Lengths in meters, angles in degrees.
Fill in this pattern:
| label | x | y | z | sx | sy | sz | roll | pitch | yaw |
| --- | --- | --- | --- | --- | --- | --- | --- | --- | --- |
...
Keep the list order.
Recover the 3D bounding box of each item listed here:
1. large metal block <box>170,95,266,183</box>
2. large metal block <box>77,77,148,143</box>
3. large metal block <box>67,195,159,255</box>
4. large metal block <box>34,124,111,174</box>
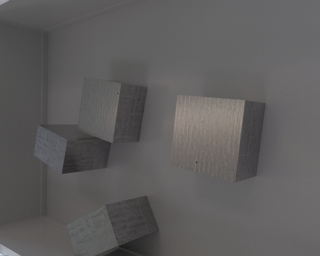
| label | x | y | z | sx | sy | sz | roll | pitch | yaw |
| --- | --- | --- | --- | --- | --- | --- | --- | --- | --- |
| large metal block | 0.062 | 0.008 | 0.339 | 0.080 | 0.050 | 0.079 | 10 | 96 | 39 |
| large metal block | -0.070 | -0.027 | 0.449 | 0.080 | 0.050 | 0.079 | 15 | 100 | 39 |
| large metal block | -0.063 | 0.135 | 0.419 | 0.080 | 0.080 | 0.050 | -33 | 70 | 30 |
| large metal block | -0.136 | 0.029 | 0.483 | 0.080 | 0.081 | 0.050 | 21 | 103 | 38 |
